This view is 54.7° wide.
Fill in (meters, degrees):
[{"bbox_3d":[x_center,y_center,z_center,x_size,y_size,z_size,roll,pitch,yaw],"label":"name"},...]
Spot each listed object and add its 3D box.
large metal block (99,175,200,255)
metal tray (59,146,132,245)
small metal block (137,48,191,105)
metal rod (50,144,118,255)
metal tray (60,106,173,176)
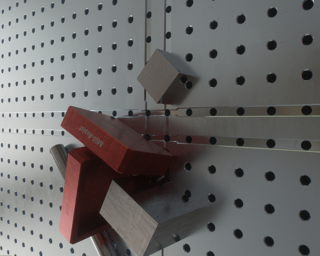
[{"bbox_3d":[-0.012,0.102,0.382,0.080,0.081,0.050,36,112,34],"label":"large metal block"},{"bbox_3d":[-0.083,0.084,0.421,0.030,0.091,0.129,30,117,37],"label":"metal tray"},{"bbox_3d":[0.004,-0.066,0.404,0.050,0.025,0.050,52,120,27],"label":"small metal block"},{"bbox_3d":[-0.110,0.149,0.496,0.025,0.025,0.299,-49,62,29],"label":"metal rod"},{"bbox_3d":[-0.057,0.017,0.409,0.130,0.090,0.030,31,99,35],"label":"metal tray"}]
